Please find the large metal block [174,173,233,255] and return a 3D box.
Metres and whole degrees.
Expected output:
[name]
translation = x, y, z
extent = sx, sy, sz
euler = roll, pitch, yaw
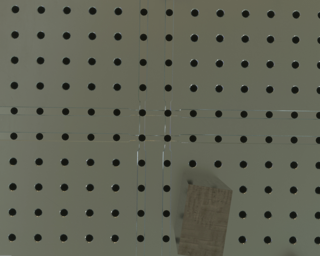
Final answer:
[large metal block]
translation = 0.051, 0.106, 0.387
extent = 0.050, 0.080, 0.080
euler = 9, 90, 0
